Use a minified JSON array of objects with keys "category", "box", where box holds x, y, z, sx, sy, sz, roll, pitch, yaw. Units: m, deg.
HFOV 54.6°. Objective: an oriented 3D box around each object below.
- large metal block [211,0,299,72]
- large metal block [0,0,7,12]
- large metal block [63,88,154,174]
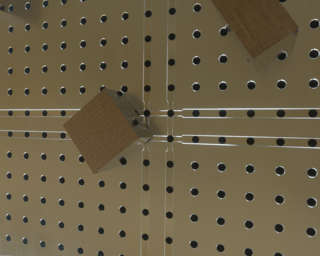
[{"category":"large metal block","box":[0.106,-0.115,0.346,0.050,0.080,0.080,-35,79,17]},{"category":"large metal block","box":[-0.290,-0.236,0.487,0.050,0.080,0.080,9,93,20]},{"category":"large metal block","box":[-0.070,0.004,0.425,0.080,0.050,0.080,-39,78,16]}]
